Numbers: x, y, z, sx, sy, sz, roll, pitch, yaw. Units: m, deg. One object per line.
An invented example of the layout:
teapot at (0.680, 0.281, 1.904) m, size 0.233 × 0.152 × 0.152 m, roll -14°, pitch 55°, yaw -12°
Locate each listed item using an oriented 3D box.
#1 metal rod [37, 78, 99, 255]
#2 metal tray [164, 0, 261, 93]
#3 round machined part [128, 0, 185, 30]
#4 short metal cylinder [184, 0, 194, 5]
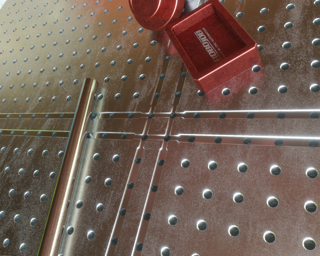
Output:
metal rod at (-0.128, 0.055, 0.441) m, size 0.025 × 0.025 × 0.299 m, roll -8°, pitch 58°, yaw 24°
metal tray at (0.070, -0.121, 0.442) m, size 0.090 × 0.030 × 0.130 m, roll -30°, pitch 52°, yaw 9°
round machined part at (-0.012, -0.208, 0.498) m, size 0.098 × 0.042 × 0.097 m, roll 12°, pitch 110°, yaw 37°
short metal cylinder at (0.036, -0.259, 0.532) m, size 0.080 × 0.050 × 0.080 m, roll -13°, pitch 56°, yaw 21°
